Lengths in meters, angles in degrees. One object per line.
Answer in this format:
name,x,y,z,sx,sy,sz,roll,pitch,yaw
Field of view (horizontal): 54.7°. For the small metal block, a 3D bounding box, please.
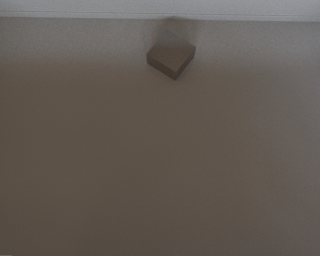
small metal block,0.016,-0.105,0.448,0.050,0.025,0.050,34,73,11
